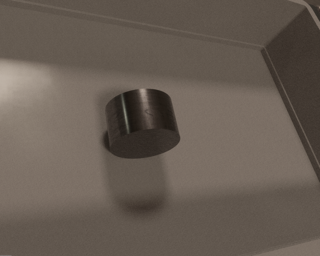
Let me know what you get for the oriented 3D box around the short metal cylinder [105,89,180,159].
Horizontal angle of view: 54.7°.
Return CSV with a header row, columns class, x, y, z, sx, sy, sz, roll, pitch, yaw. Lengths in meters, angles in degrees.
class,x,y,z,sx,sy,sz,roll,pitch,yaw
short metal cylinder,-0.021,-0.003,0.362,0.081,0.080,0.050,3,61,-27
